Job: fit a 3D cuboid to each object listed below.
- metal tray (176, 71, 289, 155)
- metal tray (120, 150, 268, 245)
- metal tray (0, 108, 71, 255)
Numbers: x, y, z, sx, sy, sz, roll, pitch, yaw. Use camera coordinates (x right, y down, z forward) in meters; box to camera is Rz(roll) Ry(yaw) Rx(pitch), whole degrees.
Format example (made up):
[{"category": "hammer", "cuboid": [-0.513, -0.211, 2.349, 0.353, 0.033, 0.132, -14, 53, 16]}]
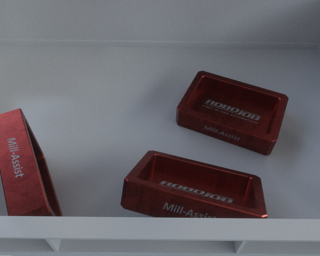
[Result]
[{"category": "metal tray", "cuboid": [0.098, -0.025, 0.423, 0.130, 0.030, 0.090, 20, 53, 15]}, {"category": "metal tray", "cuboid": [0.037, 0.064, 0.318, 0.131, 0.030, 0.090, 13, 17, 10]}, {"category": "metal tray", "cuboid": [-0.131, 0.054, 0.315, 0.030, 0.089, 0.130, -21, 53, -17]}]
